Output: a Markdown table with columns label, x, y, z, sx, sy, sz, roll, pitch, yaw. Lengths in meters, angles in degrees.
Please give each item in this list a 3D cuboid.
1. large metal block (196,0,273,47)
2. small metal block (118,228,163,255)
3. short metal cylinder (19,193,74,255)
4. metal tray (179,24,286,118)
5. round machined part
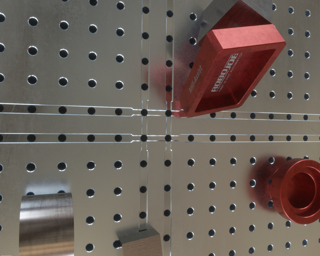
| label | x | y | z | sx | sy | sz | roll | pitch | yaw |
| --- | --- | --- | --- | --- | --- | --- | --- | --- | --- |
| large metal block | 0.097 | -0.145 | 0.403 | 0.050 | 0.080 | 0.080 | 29 | 51 | -18 |
| small metal block | -0.025 | 0.165 | 0.404 | 0.050 | 0.025 | 0.050 | -8 | 93 | -20 |
| short metal cylinder | -0.123 | 0.113 | 0.338 | 0.050 | 0.080 | 0.080 | 0 | 90 | -20 |
| metal tray | 0.084 | -0.067 | 0.389 | 0.091 | 0.129 | 0.030 | -12 | 63 | -20 |
| round machined part | 0.212 | 0.095 | 0.482 | 0.099 | 0.042 | 0.097 | 0 | 90 | -20 |
